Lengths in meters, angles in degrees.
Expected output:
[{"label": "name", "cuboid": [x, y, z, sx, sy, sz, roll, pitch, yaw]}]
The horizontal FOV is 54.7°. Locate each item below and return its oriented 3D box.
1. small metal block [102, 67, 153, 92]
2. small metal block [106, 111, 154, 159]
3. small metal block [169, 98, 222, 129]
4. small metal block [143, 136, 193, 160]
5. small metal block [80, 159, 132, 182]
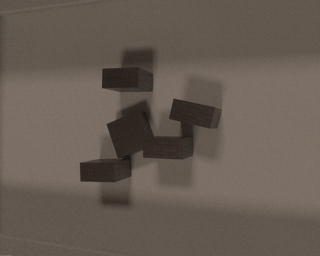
[{"label": "small metal block", "cuboid": [-0.042, -0.063, 0.411, 0.050, 0.050, 0.025, 2, 91, 19]}, {"label": "small metal block", "cuboid": [-0.038, 0.009, 0.423, 0.050, 0.025, 0.050, -22, 83, 18]}, {"label": "small metal block", "cuboid": [0.045, -0.017, 0.381, 0.050, 0.050, 0.025, 14, 95, 19]}, {"label": "small metal block", "cuboid": [0.011, 0.024, 0.392, 0.050, 0.050, 0.025, 1, 91, 19]}, {"label": "small metal block", "cuboid": [-0.073, 0.057, 0.422, 0.050, 0.050, 0.025, -2, 90, 19]}]
